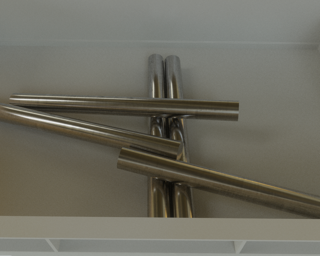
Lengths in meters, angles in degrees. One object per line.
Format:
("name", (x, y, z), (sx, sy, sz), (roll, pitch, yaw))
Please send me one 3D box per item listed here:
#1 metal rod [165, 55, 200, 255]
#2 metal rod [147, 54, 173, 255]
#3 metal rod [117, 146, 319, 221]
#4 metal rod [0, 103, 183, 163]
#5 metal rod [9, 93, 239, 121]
("metal rod", (0.023, 0.009, 0.394), (0.025, 0.025, 0.300), (-1, 50, -1))
("metal rod", (-0.003, 0.007, 0.395), (0.025, 0.025, 0.300), (-1, 50, -1))
("metal rod", (0.104, 0.068, 0.325), (0.302, 0.025, 0.025), (14, 51, 4))
("metal rod", (-0.119, -0.002, 0.387), (0.301, 0.025, 0.025), (12, 51, 16))
("metal rod", (-0.053, -0.028, 0.401), (0.301, 0.025, 0.025), (3, 50, 11))
